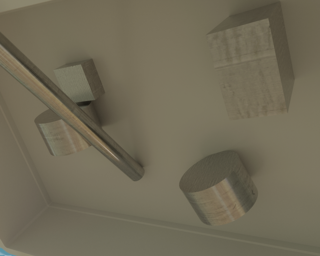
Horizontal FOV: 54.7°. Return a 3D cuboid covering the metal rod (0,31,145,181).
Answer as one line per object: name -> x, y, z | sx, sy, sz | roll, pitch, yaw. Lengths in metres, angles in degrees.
metal rod -> -0.107, -0.017, 0.374 | 0.025, 0.025, 0.300 | -8, 140, 32

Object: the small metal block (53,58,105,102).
small metal block -> -0.110, -0.064, 0.425 | 0.050, 0.025, 0.050 | -4, 117, 29

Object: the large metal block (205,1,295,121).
large metal block -> 0.088, -0.063, 0.287 | 0.050, 0.080, 0.080 | -7, 115, 31

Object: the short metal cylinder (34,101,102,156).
short metal cylinder -> -0.126, -0.003, 0.436 | 0.080, 0.080, 0.050 | -3, 117, 29

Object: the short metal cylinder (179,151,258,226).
short metal cylinder -> 0.071, 0.072, 0.379 | 0.080, 0.080, 0.050 | -21, 107, 35
